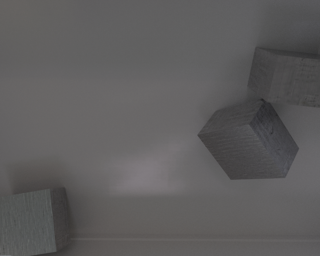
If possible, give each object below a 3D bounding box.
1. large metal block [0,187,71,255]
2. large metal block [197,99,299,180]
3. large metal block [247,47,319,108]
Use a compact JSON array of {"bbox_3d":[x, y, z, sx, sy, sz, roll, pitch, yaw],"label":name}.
[{"bbox_3d":[-0.175,0.129,0.426,0.080,0.050,0.080,-10,80,3],"label":"large metal block"},{"bbox_3d":[0.108,0.017,0.383,0.080,0.050,0.080,52,146,-17],"label":"large metal block"},{"bbox_3d":[0.157,-0.060,0.361,0.081,0.080,0.050,6,110,-2],"label":"large metal block"}]
